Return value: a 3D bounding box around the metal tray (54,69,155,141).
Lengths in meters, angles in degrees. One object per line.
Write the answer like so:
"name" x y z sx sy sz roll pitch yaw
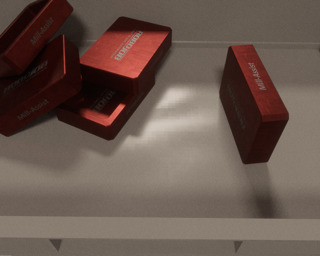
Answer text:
"metal tray" -0.075 -0.050 0.443 0.090 0.030 0.130 21 53 16

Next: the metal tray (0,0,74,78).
"metal tray" -0.189 -0.129 0.434 0.090 0.030 0.130 3 56 40

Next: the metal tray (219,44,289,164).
"metal tray" 0.111 -0.031 0.390 0.030 0.089 0.130 -5 50 -5

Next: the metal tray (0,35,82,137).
"metal tray" -0.166 -0.056 0.407 0.130 0.030 0.090 -28 50 15

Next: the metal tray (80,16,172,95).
"metal tray" -0.047 -0.111 0.455 0.090 0.030 0.130 18 52 14
